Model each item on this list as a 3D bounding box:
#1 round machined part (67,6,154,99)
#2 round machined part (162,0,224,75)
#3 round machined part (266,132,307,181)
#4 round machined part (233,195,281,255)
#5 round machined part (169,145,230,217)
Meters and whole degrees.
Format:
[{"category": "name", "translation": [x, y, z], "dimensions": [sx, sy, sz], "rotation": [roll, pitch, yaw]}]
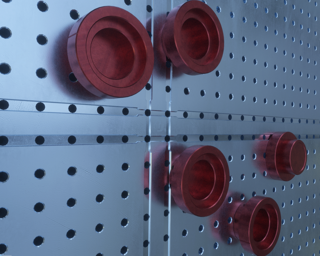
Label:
[{"category": "round machined part", "translation": [-0.058, -0.081, 0.349], "dimensions": [0.099, 0.042, 0.097], "rotation": [0, 90, -40]}, {"category": "round machined part", "translation": [0.042, -0.122, 0.432], "dimensions": [0.099, 0.042, 0.097], "rotation": [0, 90, -40]}, {"category": "round machined part", "translation": [0.253, 0.056, 0.608], "dimensions": [0.099, 0.042, 0.097], "rotation": [0, 90, -40]}, {"category": "round machined part", "translation": [0.164, 0.165, 0.534], "dimensions": [0.099, 0.042, 0.097], "rotation": [0, 90, -40]}, {"category": "round machined part", "translation": [0.052, 0.072, 0.440], "dimensions": [0.099, 0.042, 0.097], "rotation": [0, 90, -40]}]
